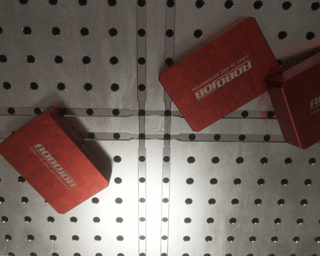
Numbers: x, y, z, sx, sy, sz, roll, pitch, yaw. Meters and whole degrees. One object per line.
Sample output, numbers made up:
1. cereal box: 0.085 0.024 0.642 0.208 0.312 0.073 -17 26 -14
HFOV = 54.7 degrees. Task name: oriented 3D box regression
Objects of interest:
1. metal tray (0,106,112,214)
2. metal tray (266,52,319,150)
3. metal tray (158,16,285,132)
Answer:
1. metal tray: -0.141 0.047 0.426 0.090 0.030 0.130 -33 107 11
2. metal tray: 0.203 -0.044 0.377 0.131 0.030 0.090 -29 109 -9
3. metal tray: 0.075 -0.065 0.388 0.130 0.030 0.090 -32 108 10
